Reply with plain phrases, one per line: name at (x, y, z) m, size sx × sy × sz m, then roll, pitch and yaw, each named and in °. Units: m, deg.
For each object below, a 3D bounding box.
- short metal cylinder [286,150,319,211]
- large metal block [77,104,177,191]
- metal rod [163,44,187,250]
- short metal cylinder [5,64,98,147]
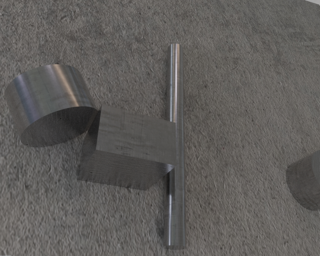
short metal cylinder at (0.241, 0.080, 0.469) m, size 0.081 × 0.050 × 0.080 m, roll 14°, pitch 56°, yaw -21°
large metal block at (-0.037, 0.025, 0.333) m, size 0.081 × 0.080 × 0.050 m, roll 14°, pitch 56°, yaw -21°
metal rod at (0.020, 0.002, 0.413) m, size 0.025 × 0.025 × 0.300 m, roll 15°, pitch 56°, yaw -20°
short metal cylinder at (-0.111, -0.021, 0.322) m, size 0.081 × 0.080 × 0.050 m, roll -16°, pitch 70°, yaw -34°
